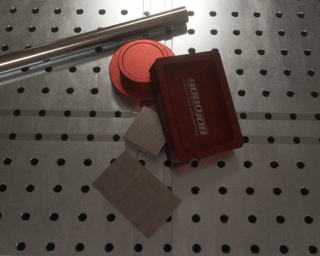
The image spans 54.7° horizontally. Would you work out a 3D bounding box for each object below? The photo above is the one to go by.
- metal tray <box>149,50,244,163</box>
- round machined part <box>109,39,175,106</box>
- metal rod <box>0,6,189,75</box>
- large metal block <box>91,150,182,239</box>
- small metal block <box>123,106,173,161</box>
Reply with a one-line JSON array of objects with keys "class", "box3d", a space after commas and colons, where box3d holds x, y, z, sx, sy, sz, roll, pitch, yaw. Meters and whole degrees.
[{"class": "metal tray", "box3d": [0.046, -0.028, 0.394, 0.091, 0.030, 0.129, -12, 84, -17]}, {"class": "round machined part", "box3d": [-0.022, -0.084, 0.433, 0.099, 0.042, 0.098, 0, 70, -1]}, {"class": "metal rod", "box3d": [-0.103, -0.129, 0.457, 0.302, 0.025, 0.025, -18, 71, -7]}, {"class": "large metal block", "box3d": [-0.024, 0.079, 0.353, 0.080, 0.080, 0.050, 41, 75, 13]}, {"class": "small metal block", "box3d": [-0.013, 0.007, 0.409, 0.050, 0.025, 0.050, 30, 72, 10]}]
